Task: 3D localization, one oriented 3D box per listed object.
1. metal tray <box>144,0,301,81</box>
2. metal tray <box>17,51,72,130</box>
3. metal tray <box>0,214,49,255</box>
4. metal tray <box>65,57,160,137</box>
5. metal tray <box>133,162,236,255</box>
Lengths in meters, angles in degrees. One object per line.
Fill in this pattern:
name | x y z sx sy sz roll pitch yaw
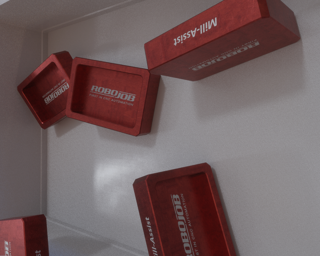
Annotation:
metal tray | 0.060 -0.086 0.314 0.130 0.091 0.030 -17 79 39
metal tray | -0.181 -0.061 0.531 0.130 0.030 0.090 -25 98 37
metal tray | -0.179 0.181 0.398 0.090 0.030 0.129 -17 77 38
metal tray | -0.070 -0.047 0.441 0.130 0.030 0.089 15 100 24
metal tray | 0.030 0.109 0.336 0.030 0.091 0.129 -31 70 53
